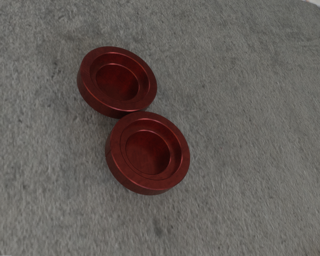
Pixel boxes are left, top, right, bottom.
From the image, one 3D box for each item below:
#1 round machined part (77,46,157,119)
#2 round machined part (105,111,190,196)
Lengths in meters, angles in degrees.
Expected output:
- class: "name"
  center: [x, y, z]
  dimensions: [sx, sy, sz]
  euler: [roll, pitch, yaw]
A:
- class: "round machined part"
  center: [-0.057, -0.053, 0.396]
  dimensions: [0.099, 0.042, 0.098]
  euler: [14, 56, -21]
- class: "round machined part"
  center: [-0.018, 0.032, 0.365]
  dimensions: [0.099, 0.042, 0.098]
  euler: [14, 56, -21]
